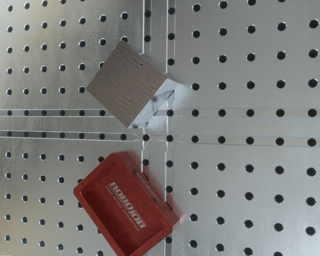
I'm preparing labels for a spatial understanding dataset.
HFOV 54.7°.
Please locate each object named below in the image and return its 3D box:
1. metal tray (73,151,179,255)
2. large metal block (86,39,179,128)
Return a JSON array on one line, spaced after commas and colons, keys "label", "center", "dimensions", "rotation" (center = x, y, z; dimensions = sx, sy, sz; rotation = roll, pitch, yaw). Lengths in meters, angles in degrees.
[{"label": "metal tray", "center": [-0.048, 0.108, 0.426], "dimensions": [0.090, 0.030, 0.130], "rotation": [-43, 77, 15]}, {"label": "large metal block", "center": [-0.036, -0.056, 0.412], "dimensions": [0.080, 0.050, 0.080], "rotation": [42, 103, 15]}]
